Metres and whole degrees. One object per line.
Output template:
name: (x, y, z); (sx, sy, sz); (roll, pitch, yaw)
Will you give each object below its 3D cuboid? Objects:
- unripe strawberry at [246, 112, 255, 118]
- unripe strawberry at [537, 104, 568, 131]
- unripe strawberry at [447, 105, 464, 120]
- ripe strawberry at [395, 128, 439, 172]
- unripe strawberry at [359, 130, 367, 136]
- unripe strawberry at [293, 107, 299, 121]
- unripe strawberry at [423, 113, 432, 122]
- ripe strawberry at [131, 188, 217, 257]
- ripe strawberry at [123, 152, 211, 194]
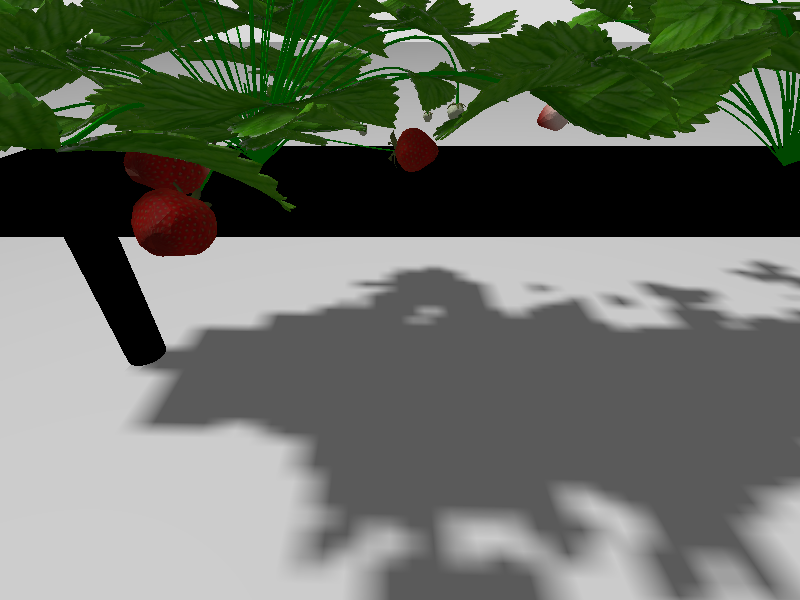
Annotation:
unripe strawberry: (-0.185, -0.229, 0.492); (0.018, 0.021, 0.020); (-11, -19, -16)
unripe strawberry: (0.172, -0.208, 0.453); (0.034, 0.033, 0.032); (0, 25, 47)
unripe strawberry: (0.066, -0.223, 0.481); (0.021, 0.022, 0.020); (-28, 43, -34)
ripe strawberry: (0.014, -0.118, 0.317); (0.034, 0.033, 0.037); (6, 35, 7)
unripe strawberry: (-0.040, -0.182, 0.431); (0.011, 0.010, 0.010); (22, 40, 29)
unripe strawberry: (-0.121, -0.223, 0.478); (0.026, 0.028, 0.029); (0, 31, -1)
unripe strawberry: (0.030, -0.197, 0.432); (0.010, 0.010, 0.009); (-24, 41, -31)
ripe strawberry: (-0.112, -0.036, 0.197); (0.038, 0.033, 0.038); (-1, 35, -2)
ripe strawberry: (-0.156, -0.091, 0.266); (0.051, 0.045, 0.046); (14, 37, 20)
